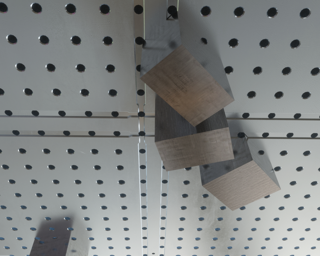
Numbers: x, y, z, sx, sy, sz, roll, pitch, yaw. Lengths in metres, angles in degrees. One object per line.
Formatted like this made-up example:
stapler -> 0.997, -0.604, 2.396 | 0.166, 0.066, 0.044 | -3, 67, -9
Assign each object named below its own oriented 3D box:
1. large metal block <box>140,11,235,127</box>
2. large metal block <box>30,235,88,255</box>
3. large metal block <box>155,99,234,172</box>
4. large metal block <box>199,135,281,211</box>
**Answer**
large metal block -> 0.027, -0.062, 0.323 | 0.050, 0.080, 0.080 | -35, 122, 26
large metal block -> -0.202, 0.264, 0.617 | 0.080, 0.050, 0.080 | -13, 129, 10
large metal block -> 0.040, 0.000, 0.376 | 0.080, 0.080, 0.050 | -12, 129, 9
large metal block -> 0.115, 0.068, 0.455 | 0.080, 0.050, 0.080 | -33, 123, 24
